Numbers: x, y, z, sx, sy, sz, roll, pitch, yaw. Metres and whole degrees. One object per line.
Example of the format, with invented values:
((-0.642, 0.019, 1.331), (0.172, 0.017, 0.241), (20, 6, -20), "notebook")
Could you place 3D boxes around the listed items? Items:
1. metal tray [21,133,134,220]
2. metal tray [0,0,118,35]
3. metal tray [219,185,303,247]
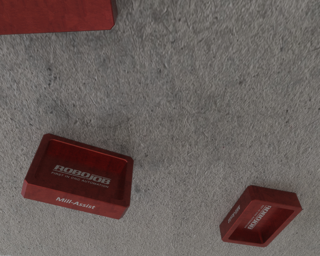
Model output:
((-0.104, 0.064, 0.417), (0.131, 0.090, 0.030), (18, 128, -15), "metal tray")
((-0.111, -0.137, 0.286), (0.131, 0.030, 0.089), (-2, 130, 1), "metal tray")
((0.170, 0.157, 0.539), (0.091, 0.030, 0.129), (12, 129, -10), "metal tray")
